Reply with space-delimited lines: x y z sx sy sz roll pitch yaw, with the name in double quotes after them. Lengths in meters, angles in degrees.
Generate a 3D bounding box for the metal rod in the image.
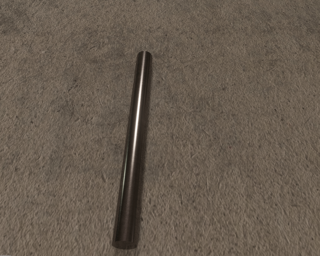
-0.030 0.001 0.401 0.025 0.025 0.300 2 50 1 "metal rod"
